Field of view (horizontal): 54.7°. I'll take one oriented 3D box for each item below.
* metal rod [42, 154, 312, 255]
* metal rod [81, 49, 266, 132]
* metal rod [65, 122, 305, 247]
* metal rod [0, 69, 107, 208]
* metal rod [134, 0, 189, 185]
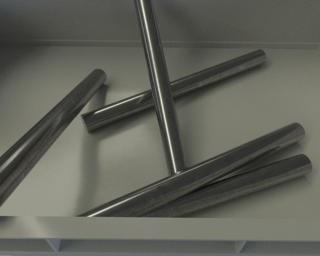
[{"bbox_3d":[0.031,0.080,0.337,0.302,0.025,0.025,-15,52,-13],"label":"metal rod"},{"bbox_3d":[0.032,-0.061,0.456,0.302,0.025,0.025,-23,54,-19],"label":"metal rod"},{"bbox_3d":[0.050,0.049,0.339,0.302,0.025,0.025,-19,52,-26],"label":"metal rod"},{"bbox_3d":[-0.107,-0.013,0.338,0.025,0.025,0.301,5,26,4],"label":"metal rod"},{"bbox_3d":[-0.003,-0.073,0.397,0.025,0.025,0.299,-9,72,-8],"label":"metal rod"}]
